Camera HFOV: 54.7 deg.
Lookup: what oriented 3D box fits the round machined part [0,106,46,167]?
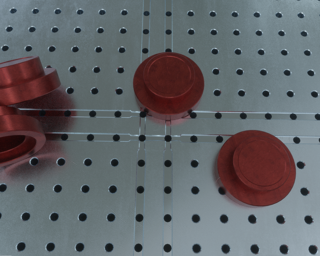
[{"bbox_3d":[-0.192,0.009,0.367,0.099,0.098,0.042,-23,72,-8],"label":"round machined part"}]

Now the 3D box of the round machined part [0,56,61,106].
[{"bbox_3d":[-0.182,-0.063,0.393,0.099,0.098,0.042,-14,113,-6],"label":"round machined part"}]

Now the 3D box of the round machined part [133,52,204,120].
[{"bbox_3d":[0.012,-0.064,0.426,0.099,0.042,0.098,0,70,-1],"label":"round machined part"}]

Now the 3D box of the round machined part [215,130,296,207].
[{"bbox_3d":[0.121,0.048,0.387,0.099,0.042,0.098,0,70,-1],"label":"round machined part"}]
